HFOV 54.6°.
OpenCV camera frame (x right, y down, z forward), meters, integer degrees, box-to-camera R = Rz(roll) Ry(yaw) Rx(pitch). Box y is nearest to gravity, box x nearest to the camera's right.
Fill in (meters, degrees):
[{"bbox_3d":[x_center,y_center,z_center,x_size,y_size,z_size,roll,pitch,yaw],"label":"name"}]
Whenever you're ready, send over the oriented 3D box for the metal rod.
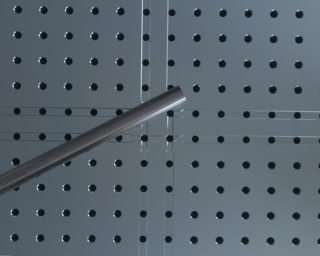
[{"bbox_3d":[-0.104,0.022,0.412,0.301,0.025,0.025,-27,90,0],"label":"metal rod"}]
